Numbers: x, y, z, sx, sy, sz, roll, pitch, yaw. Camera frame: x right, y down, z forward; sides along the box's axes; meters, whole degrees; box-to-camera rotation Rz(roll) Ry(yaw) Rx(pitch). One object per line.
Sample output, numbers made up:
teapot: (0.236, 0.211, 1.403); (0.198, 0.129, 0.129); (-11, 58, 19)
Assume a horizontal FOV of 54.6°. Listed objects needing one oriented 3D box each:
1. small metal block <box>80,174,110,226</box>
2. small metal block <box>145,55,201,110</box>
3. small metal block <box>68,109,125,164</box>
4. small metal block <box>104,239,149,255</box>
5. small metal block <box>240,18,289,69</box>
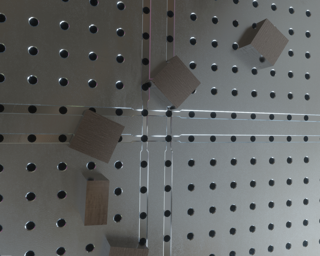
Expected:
small metal block: (-0.079, 0.084, 0.370); (0.025, 0.050, 0.050); (3, 89, -20)
small metal block: (0.018, -0.061, 0.419); (0.050, 0.025, 0.050); (46, 76, -14)
small metal block: (-0.079, 0.010, 0.383); (0.050, 0.025, 0.050); (26, 81, -18)
small metal block: (-0.046, 0.174, 0.396); (0.050, 0.025, 0.050); (13, 86, -20)
small metal block: (0.159, -0.127, 0.470); (0.050, 0.025, 0.050); (37, 78, -16)
